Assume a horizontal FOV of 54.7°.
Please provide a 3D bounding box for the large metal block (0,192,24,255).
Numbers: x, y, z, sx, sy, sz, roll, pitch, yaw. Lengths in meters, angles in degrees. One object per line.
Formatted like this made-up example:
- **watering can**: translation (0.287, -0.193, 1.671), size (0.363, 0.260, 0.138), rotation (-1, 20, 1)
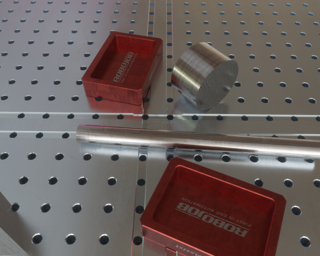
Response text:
- **large metal block**: translation (-0.187, 0.096, 0.289), size (0.081, 0.080, 0.050), rotation (-21, 53, -17)

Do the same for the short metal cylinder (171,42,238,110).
- **short metal cylinder**: translation (0.062, -0.071, 0.432), size (0.081, 0.080, 0.050), rotation (-32, 57, -24)

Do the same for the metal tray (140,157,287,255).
- **metal tray**: translation (0.056, 0.092, 0.326), size (0.130, 0.030, 0.090), rotation (19, 52, 15)

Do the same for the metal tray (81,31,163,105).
- **metal tray**: translation (-0.054, -0.098, 0.485), size (0.090, 0.030, 0.130), rotation (11, 51, 9)

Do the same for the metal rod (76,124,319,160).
- **metal rod**: translation (0.046, 0.017, 0.392), size (0.302, 0.025, 0.025), rotation (4, 50, 3)
